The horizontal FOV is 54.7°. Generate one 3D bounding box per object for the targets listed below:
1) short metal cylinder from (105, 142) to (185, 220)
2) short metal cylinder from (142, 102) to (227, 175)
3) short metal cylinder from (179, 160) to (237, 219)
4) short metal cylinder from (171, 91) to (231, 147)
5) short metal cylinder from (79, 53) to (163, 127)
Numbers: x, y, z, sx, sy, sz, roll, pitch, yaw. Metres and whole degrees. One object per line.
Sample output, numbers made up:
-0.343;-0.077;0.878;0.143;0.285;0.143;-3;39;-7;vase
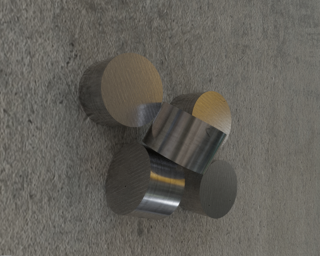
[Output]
-0.018;0.061;0.354;0.050;0.080;0.080;22;76;-38;short metal cylinder
0.027;0.011;0.350;0.080;0.080;0.050;26;93;-37;short metal cylinder
0.066;0.084;0.443;0.081;0.050;0.080;0;90;-40;short metal cylinder
0.055;-0.010;0.434;0.081;0.050;0.080;0;90;-40;short metal cylinder
-0.044;-0.041;0.352;0.081;0.050;0.080;0;90;-40;short metal cylinder
